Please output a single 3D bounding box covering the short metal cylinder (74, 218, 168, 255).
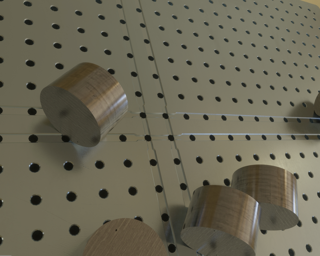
[{"bbox_3d":[-0.039,0.131,0.291,0.081,0.050,0.080,14,56,-21],"label":"short metal cylinder"}]

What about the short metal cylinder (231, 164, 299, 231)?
[{"bbox_3d":[0.129,0.088,0.388,0.080,0.080,0.050,25,53,-13],"label":"short metal cylinder"}]

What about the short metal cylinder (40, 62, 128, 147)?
[{"bbox_3d":[-0.083,-0.025,0.343,0.080,0.080,0.050,40,51,-1],"label":"short metal cylinder"}]

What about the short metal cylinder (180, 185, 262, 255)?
[{"bbox_3d":[0.068,0.107,0.344,0.080,0.080,0.050,31,52,-8],"label":"short metal cylinder"}]

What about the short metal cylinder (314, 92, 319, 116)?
[{"bbox_3d":[0.343,-0.047,0.586,0.050,0.080,0.080,26,53,-13],"label":"short metal cylinder"}]
